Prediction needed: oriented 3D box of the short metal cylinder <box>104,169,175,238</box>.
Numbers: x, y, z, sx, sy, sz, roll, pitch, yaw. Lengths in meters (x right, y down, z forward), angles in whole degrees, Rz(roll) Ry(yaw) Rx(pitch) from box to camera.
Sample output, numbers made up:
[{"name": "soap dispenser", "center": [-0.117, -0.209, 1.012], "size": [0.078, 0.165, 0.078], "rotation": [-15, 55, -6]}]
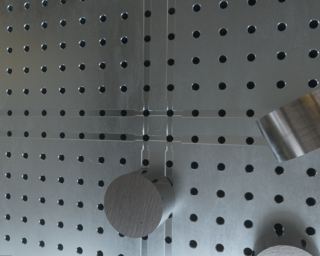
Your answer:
[{"name": "short metal cylinder", "center": [-0.026, 0.097, 0.408], "size": [0.080, 0.050, 0.079], "rotation": [0, 90, 20]}]

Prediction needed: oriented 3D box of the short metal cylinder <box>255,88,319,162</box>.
[{"name": "short metal cylinder", "center": [0.151, -0.003, 0.330], "size": [0.080, 0.080, 0.050], "rotation": [-29, 81, 18]}]

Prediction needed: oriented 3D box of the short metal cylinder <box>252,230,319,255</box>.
[{"name": "short metal cylinder", "center": [0.143, 0.163, 0.349], "size": [0.080, 0.050, 0.079], "rotation": [0, 90, 20]}]
